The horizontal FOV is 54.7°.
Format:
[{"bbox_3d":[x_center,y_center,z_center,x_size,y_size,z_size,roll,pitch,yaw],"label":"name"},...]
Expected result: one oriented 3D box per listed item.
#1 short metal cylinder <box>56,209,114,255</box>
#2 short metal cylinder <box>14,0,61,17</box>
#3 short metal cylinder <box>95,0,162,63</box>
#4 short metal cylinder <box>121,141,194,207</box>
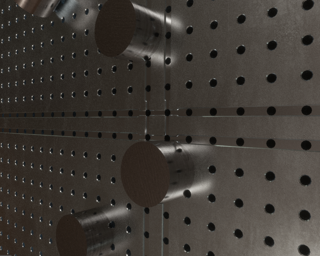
[{"bbox_3d":[-0.120,0.172,0.489,0.080,0.050,0.079,0,90,39],"label":"short metal cylinder"},{"bbox_3d":[-0.216,-0.245,0.548,0.050,0.081,0.080,-39,66,33],"label":"short metal cylinder"},{"bbox_3d":[-0.045,-0.134,0.428,0.080,0.050,0.079,0,90,39],"label":"short metal cylinder"},{"bbox_3d":[-0.004,0.056,0.394,0.080,0.050,0.079,0,90,39],"label":"short metal cylinder"}]
